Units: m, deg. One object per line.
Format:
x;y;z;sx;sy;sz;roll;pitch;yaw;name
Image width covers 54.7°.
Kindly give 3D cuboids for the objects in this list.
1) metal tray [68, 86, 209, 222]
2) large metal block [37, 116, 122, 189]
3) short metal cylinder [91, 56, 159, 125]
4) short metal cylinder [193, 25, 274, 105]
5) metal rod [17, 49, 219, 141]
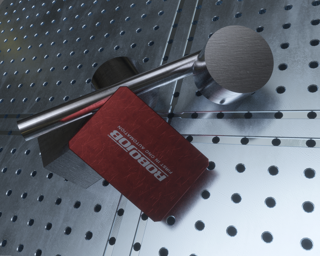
-0.023;0.028;0.347;0.130;0.030;0.090;42;84;-3;metal tray
-0.096;0.026;0.405;0.080;0.080;0.050;-34;52;5;large metal block
-0.048;-0.051;0.428;0.080;0.080;0.050;-37;51;3;short metal cylinder
0.084;-0.072;0.366;0.081;0.050;0.080;2;79;-9;short metal cylinder
-0.021;-0.056;0.383;0.302;0.025;0.025;-24;50;-14;metal rod
